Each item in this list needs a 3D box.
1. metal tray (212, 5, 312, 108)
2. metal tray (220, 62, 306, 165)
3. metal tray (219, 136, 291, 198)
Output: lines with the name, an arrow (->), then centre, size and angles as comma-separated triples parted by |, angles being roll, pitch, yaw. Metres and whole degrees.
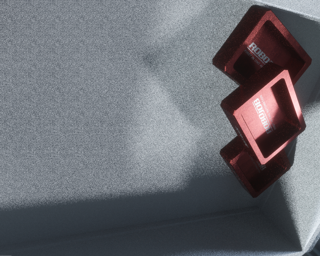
metal tray -> 0.144, -0.092, 0.426 | 0.131, 0.030, 0.090 | 27, 103, -38
metal tray -> 0.150, -0.016, 0.436 | 0.090, 0.030, 0.130 | -40, 130, -1
metal tray -> 0.166, 0.055, 0.529 | 0.090, 0.030, 0.130 | -40, 130, -1
